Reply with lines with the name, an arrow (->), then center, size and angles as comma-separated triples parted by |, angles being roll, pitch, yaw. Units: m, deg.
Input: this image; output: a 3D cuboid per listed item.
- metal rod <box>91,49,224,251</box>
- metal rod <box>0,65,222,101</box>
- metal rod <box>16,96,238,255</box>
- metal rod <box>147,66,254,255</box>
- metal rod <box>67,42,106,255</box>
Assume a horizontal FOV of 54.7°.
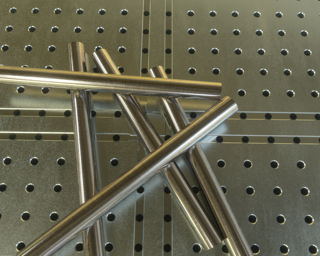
metal rod -> -0.012, 0.015, 0.405 | 0.025, 0.025, 0.299 | -29, 73, -10
metal rod -> -0.072, -0.059, 0.406 | 0.302, 0.025, 0.025 | 5, 70, 1
metal rod -> -0.027, 0.056, 0.364 | 0.301, 0.025, 0.025 | -36, 74, -13
metal rod -> 0.051, 0.049, 0.394 | 0.025, 0.025, 0.299 | -21, 72, -8
metal rod -> -0.098, 0.019, 0.403 | 0.025, 0.025, 0.299 | -9, 70, -4
